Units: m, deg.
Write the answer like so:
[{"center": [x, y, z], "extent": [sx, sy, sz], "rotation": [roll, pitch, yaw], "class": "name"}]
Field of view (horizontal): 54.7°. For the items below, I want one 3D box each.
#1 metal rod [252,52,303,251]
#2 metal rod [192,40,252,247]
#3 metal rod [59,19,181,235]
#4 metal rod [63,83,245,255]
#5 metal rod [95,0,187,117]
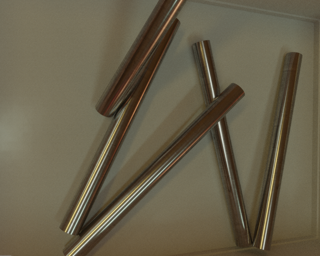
[{"center": [0.179, 0.029, 0.469], "extent": [0.025, 0.025, 0.299], "rotation": [16, 81, -20], "class": "metal rod"}, {"center": [0.091, 0.025, 0.445], "extent": [0.025, 0.025, 0.298], "rotation": [-15, 95, -20], "class": "metal rod"}, {"center": [-0.046, -0.011, 0.394], "extent": [0.025, 0.025, 0.299], "rotation": [28, 81, -18], "class": "metal rod"}, {"center": [-0.001, 0.051, 0.396], "extent": [0.301, 0.025, 0.025], "rotation": [-44, 104, -9], "class": "metal rod"}, {"center": [0.011, -0.131, 0.328], "extent": [0.025, 0.025, 0.298], "rotation": [28, 115, -19], "class": "metal rod"}]
